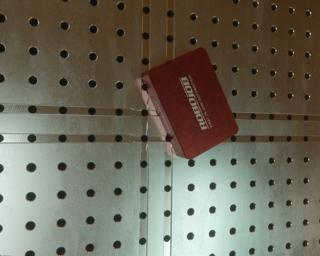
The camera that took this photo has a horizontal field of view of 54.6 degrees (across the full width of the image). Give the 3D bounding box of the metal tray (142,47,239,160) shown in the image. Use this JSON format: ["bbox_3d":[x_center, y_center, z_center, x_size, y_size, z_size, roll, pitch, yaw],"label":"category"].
[{"bbox_3d":[0.043,-0.033,0.426,0.091,0.030,0.130,-28,99,-18],"label":"metal tray"}]
